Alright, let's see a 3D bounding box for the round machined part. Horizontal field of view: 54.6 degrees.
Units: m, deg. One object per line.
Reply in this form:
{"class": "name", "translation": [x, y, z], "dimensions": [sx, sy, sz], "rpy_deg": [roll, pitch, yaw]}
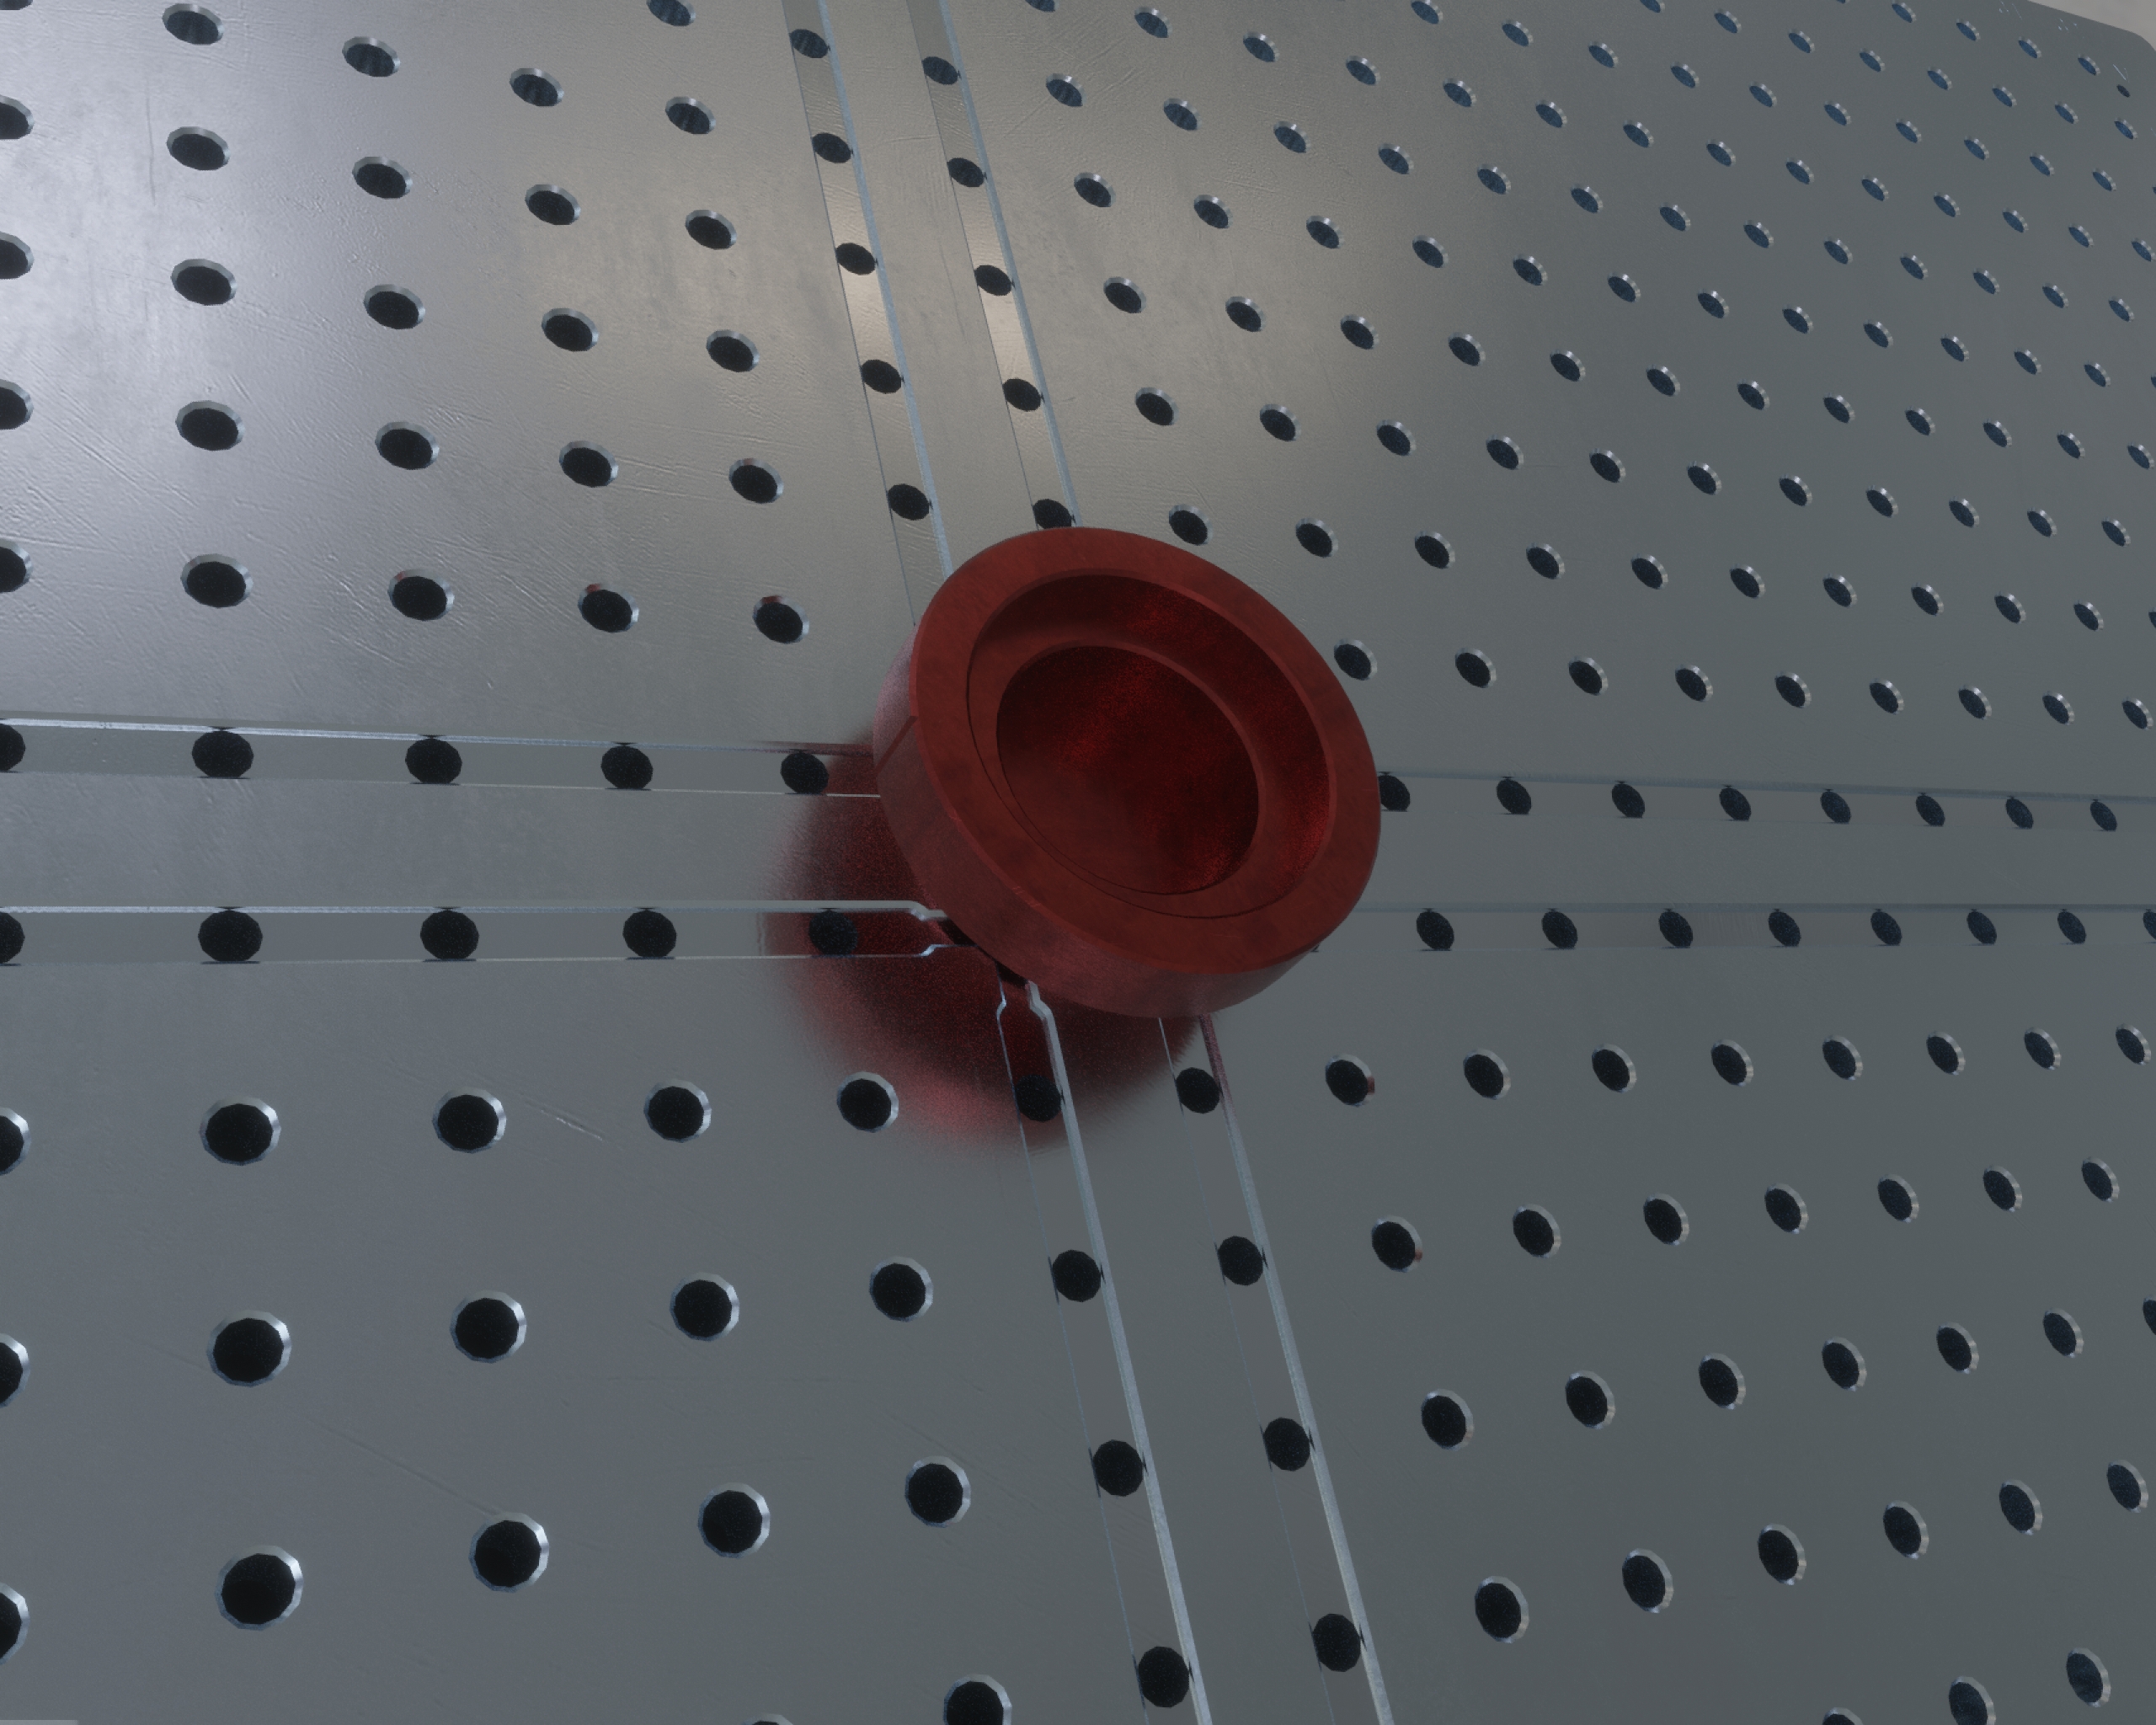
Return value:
{"class": "round machined part", "translation": [0.006, -0.014, 0.407], "dimensions": [0.099, 0.042, 0.098], "rpy_deg": [13, 56, -21]}
